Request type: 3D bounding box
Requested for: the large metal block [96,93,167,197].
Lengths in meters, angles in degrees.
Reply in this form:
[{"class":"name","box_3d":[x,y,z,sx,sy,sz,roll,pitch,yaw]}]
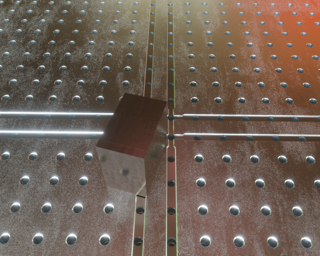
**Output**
[{"class":"large metal block","box_3d":[-0.027,0.020,0.355,0.050,0.080,0.080,13,51,11]}]
